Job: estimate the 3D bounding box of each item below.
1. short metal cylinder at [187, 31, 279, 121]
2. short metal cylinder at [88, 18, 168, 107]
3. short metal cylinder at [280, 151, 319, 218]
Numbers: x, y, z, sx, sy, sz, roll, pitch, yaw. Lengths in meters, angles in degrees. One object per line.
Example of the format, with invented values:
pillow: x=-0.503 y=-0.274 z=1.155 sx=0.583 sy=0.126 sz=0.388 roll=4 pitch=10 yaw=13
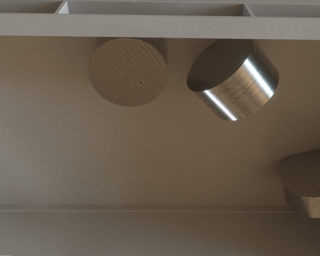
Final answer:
short metal cylinder: x=0.076 y=-0.054 z=0.327 sx=0.080 sy=0.080 sz=0.050 roll=-34 pitch=122 yaw=25
short metal cylinder: x=-0.032 y=-0.070 z=0.333 sx=0.081 sy=0.050 sz=0.079 roll=0 pitch=130 yaw=0
short metal cylinder: x=0.217 y=0.080 z=0.443 sx=0.080 sy=0.080 sz=0.050 roll=-16 pitch=128 yaw=13
